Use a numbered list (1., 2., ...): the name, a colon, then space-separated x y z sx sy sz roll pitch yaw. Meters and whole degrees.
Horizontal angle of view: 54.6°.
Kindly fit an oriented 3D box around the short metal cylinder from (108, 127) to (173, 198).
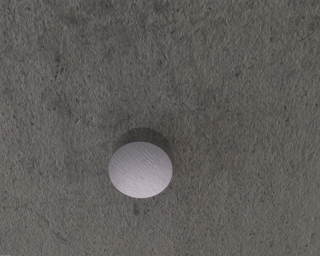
1. short metal cylinder: -0.024 0.045 0.413 0.080 0.050 0.079 0 110 0
